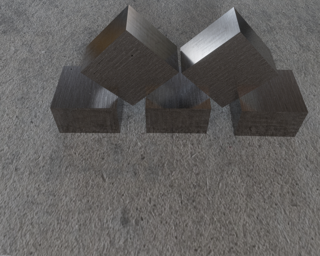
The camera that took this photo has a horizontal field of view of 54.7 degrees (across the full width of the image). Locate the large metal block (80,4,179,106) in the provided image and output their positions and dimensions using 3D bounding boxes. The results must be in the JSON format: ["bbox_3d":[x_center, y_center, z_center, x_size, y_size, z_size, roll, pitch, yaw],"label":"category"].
[{"bbox_3d":[-0.035,-0.083,0.374,0.080,0.080,0.050,32,40,-34],"label":"large metal block"}]

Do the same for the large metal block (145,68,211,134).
[{"bbox_3d":[0.023,-0.038,0.421,0.081,0.050,0.080,1,50,0],"label":"large metal block"}]

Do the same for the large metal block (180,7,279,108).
[{"bbox_3d":[0.082,-0.082,0.377,0.080,0.080,0.050,-32,40,33],"label":"large metal block"}]

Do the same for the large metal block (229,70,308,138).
[{"bbox_3d":[0.140,-0.034,0.420,0.081,0.050,0.080,1,50,0],"label":"large metal block"}]

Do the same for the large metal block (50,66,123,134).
[{"bbox_3d":[-0.093,-0.039,0.420,0.081,0.050,0.080,0,50,0],"label":"large metal block"}]
